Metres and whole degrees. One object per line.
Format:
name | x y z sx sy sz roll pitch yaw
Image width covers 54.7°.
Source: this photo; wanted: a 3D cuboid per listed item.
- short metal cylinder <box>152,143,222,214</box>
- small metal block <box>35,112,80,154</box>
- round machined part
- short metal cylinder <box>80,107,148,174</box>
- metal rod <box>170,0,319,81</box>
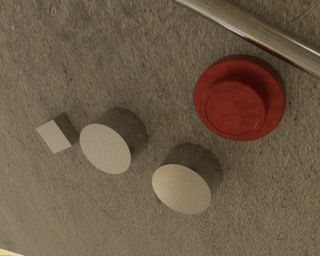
short metal cylinder | 0.037 0.067 0.413 0.080 0.050 0.079 13 124 21
small metal block | -0.163 0.009 0.498 0.050 0.025 0.050 -21 108 35
round machined part | 0.083 -0.026 0.336 0.098 0.042 0.097 13 124 21
short metal cylinder | -0.064 0.017 0.435 0.080 0.050 0.079 13 124 21
metal rod | 0.056 -0.116 0.305 0.301 0.025 0.025 31 128 8
